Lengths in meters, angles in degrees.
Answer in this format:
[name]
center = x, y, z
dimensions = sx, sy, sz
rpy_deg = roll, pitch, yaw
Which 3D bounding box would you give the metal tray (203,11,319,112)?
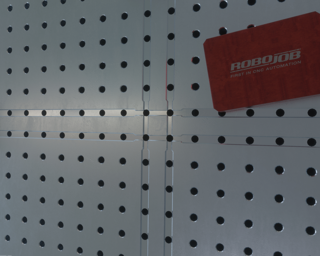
[metal tray]
center = 0.124, -0.073, 0.366
dimensions = 0.130, 0.030, 0.089
rpy_deg = -10, 87, 19
